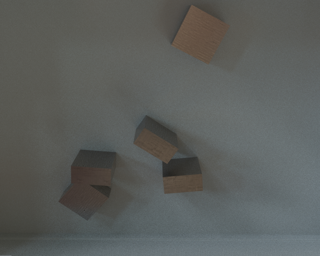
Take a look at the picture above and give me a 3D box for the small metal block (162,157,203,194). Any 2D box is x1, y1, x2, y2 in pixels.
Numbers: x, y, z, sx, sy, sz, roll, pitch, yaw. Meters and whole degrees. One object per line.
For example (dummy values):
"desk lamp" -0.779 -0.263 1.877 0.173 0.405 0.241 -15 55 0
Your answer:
"small metal block" 0.030 0.063 0.422 0.050 0.050 0.025 -5 110 1

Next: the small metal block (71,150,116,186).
"small metal block" -0.088 0.052 0.416 0.050 0.050 0.025 5 110 -2

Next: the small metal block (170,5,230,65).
"small metal block" 0.047 -0.112 0.371 0.050 0.025 0.050 25 108 -9

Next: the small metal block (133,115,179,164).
"small metal block" -0.005 0.014 0.403 0.050 0.050 0.025 32 107 -12

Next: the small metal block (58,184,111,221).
"small metal block" -0.107 0.097 0.445 0.050 0.025 0.050 39 105 -14
